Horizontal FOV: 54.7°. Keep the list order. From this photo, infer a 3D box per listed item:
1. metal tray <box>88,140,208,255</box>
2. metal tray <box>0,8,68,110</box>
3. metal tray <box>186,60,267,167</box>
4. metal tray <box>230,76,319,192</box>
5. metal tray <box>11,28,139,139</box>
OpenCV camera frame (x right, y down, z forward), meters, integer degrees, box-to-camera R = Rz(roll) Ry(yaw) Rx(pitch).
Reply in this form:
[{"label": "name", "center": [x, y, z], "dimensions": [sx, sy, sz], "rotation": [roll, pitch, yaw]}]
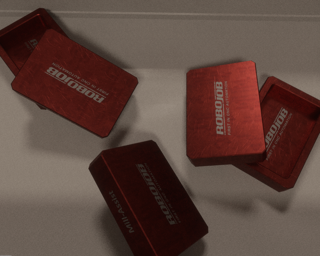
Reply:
[{"label": "metal tray", "center": [-0.011, 0.080, 0.349], "dimensions": [0.091, 0.030, 0.130], "rotation": [-10, 63, -51]}, {"label": "metal tray", "center": [-0.167, -0.101, 0.441], "dimensions": [0.090, 0.030, 0.130], "rotation": [-37, 74, -13]}, {"label": "metal tray", "center": [0.081, -0.019, 0.393], "dimensions": [0.090, 0.030, 0.130], "rotation": [-6, 62, 16]}, {"label": "metal tray", "center": [0.152, 0.006, 0.406], "dimensions": [0.090, 0.030, 0.130], "rotation": [31, 73, 10]}, {"label": "metal tray", "center": [-0.106, -0.055, 0.399], "dimensions": [0.131, 0.030, 0.090], "rotation": [29, 80, -9]}]
